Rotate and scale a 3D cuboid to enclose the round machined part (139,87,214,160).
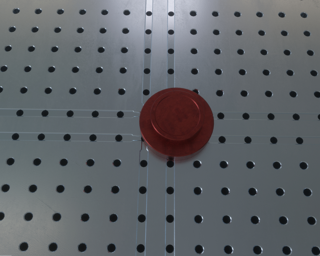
[{"bbox_3d":[0.022,-0.010,0.407,0.099,0.042,0.098,0,70,0],"label":"round machined part"}]
